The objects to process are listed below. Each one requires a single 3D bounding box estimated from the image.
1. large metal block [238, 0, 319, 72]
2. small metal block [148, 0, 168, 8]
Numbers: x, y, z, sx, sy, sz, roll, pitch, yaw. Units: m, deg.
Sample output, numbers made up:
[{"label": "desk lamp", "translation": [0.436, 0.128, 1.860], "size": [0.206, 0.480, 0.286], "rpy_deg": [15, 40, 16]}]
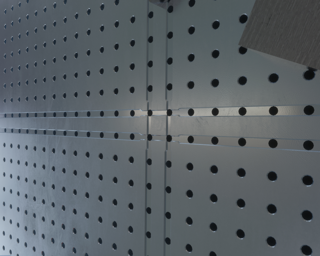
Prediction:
[{"label": "large metal block", "translation": [0.132, -0.100, 0.284], "size": [0.080, 0.050, 0.079], "rpy_deg": [31, 109, 35]}, {"label": "small metal block", "translation": [-0.002, -0.199, 0.411], "size": [0.050, 0.025, 0.050], "rpy_deg": [-47, 62, 30]}]
